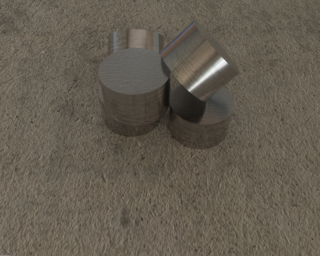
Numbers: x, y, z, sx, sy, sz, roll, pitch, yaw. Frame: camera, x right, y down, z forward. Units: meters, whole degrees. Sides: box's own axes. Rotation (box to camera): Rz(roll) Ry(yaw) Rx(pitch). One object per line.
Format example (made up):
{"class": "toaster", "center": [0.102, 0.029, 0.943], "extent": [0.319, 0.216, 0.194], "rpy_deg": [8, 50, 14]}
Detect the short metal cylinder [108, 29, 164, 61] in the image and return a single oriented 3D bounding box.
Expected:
{"class": "short metal cylinder", "center": [-0.035, -0.105, 0.449], "extent": [0.081, 0.080, 0.050], "rpy_deg": [0, 89, -1]}

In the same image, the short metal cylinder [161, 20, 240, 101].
{"class": "short metal cylinder", "center": [0.047, -0.078, 0.361], "extent": [0.050, 0.080, 0.080], "rpy_deg": [-41, 49, 22]}

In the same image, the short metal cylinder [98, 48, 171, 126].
{"class": "short metal cylinder", "center": [-0.028, -0.049, 0.364], "extent": [0.081, 0.050, 0.080], "rpy_deg": [0, 50, 0]}

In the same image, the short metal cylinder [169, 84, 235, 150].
{"class": "short metal cylinder", "center": [0.052, -0.019, 0.404], "extent": [0.081, 0.050, 0.080], "rpy_deg": [0, 50, 0]}

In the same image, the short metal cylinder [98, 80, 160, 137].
{"class": "short metal cylinder", "center": [-0.039, -0.034, 0.416], "extent": [0.081, 0.050, 0.080], "rpy_deg": [0, 50, 0]}
